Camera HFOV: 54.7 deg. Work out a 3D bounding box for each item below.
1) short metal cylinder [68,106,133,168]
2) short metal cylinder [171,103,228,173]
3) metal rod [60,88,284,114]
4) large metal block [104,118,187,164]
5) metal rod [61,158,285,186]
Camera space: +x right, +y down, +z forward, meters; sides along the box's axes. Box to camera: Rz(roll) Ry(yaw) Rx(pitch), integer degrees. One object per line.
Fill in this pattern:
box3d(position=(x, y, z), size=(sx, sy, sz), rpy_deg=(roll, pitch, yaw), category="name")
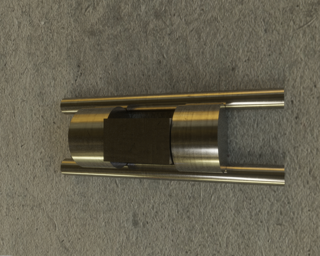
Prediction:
box3d(position=(-0.075, 0.012, 0.407), size=(0.050, 0.080, 0.080), rpy_deg=(-1, 90, 20), category="short metal cylinder")
box3d(position=(0.049, 0.012, 0.363), size=(0.050, 0.080, 0.080), rpy_deg=(-1, 90, 20), category="short metal cylinder")
box3d(position=(0.002, -0.033, 0.410), size=(0.301, 0.025, 0.025), rpy_deg=(0, 90, 19), category="metal rod")
box3d(position=(-0.014, 0.014, 0.383), size=(0.080, 0.080, 0.050), rpy_deg=(0, 90, 20), category="large metal block")
box3d(position=(0.002, 0.056, 0.409), size=(0.301, 0.025, 0.025), rpy_deg=(0, 90, 19), category="metal rod")
